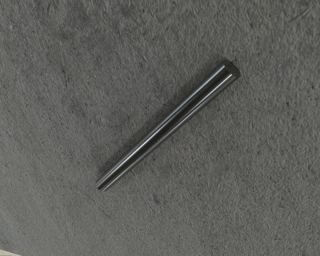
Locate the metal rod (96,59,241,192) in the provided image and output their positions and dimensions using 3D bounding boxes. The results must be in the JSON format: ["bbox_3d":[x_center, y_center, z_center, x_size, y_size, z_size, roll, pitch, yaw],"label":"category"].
[{"bbox_3d":[-0.009,0.015,0.422,0.025,0.025,0.299,45,129,-3],"label":"metal rod"}]
